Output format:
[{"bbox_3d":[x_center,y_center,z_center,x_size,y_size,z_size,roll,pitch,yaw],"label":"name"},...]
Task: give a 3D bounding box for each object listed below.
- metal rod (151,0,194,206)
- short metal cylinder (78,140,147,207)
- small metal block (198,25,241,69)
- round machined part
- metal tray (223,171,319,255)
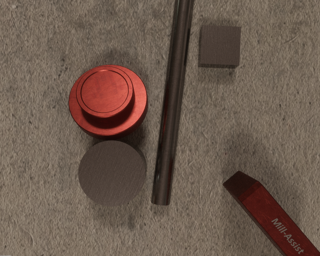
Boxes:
[{"bbox_3d":[0.018,-0.049,0.410,0.025,0.025,0.298,7,90,-1],"label":"metal rod"},{"bbox_3d":[-0.058,0.054,0.397,0.081,0.050,0.079,0,90,-1],"label":"short metal cylinder"},{"bbox_3d":[0.078,-0.107,0.411,0.050,0.025,0.050,2,90,-1],"label":"small metal block"},{"bbox_3d":[-0.065,-0.037,0.386,0.099,0.042,0.098,0,70,1],"label":"round machined part"},{"bbox_3d":[0.138,0.116,0.379,0.030,0.090,0.130,-40,91,0],"label":"metal tray"}]
